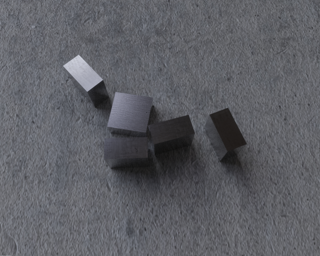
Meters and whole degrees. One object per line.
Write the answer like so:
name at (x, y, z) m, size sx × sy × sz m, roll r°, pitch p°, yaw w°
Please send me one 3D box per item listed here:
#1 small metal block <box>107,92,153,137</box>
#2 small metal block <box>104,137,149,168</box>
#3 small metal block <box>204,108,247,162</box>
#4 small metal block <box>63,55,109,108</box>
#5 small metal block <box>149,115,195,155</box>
small metal block at (-0.038, -0.017, 0.414) m, size 0.050 × 0.025 × 0.050 m, roll 9°, pitch 70°, yaw 3°
small metal block at (-0.039, 0.032, 0.383) m, size 0.050 × 0.050 × 0.025 m, roll -2°, pitch 70°, yaw -1°
small metal block at (0.081, 0.010, 0.392) m, size 0.025 × 0.050 × 0.050 m, roll -21°, pitch 72°, yaw -7°
small metal block at (-0.098, -0.062, 0.417) m, size 0.025 × 0.050 × 0.050 m, roll -41°, pitch 75°, yaw -13°
small metal block at (0.014, 0.010, 0.391) m, size 0.050 × 0.050 × 0.025 m, roll -15°, pitch 71°, yaw -5°
